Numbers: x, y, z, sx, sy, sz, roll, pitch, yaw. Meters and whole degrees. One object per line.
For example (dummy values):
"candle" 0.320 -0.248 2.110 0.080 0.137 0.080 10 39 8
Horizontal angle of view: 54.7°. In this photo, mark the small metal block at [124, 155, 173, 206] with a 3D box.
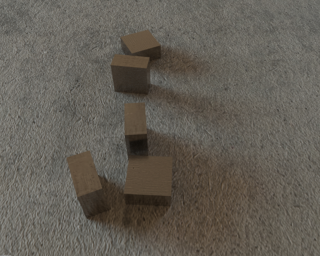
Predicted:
"small metal block" -0.012 0.060 0.353 0.050 0.025 0.050 2 50 2

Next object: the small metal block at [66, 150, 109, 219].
"small metal block" -0.078 0.061 0.335 0.025 0.050 0.050 -18 52 -14

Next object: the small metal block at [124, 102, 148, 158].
"small metal block" -0.029 0.004 0.383 0.025 0.050 0.050 -4 50 -3

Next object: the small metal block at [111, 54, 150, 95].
"small metal block" -0.041 -0.078 0.452 0.050 0.050 0.025 6 51 5

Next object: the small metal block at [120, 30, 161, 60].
"small metal block" -0.032 -0.134 0.516 0.050 0.025 0.050 -20 53 -16
